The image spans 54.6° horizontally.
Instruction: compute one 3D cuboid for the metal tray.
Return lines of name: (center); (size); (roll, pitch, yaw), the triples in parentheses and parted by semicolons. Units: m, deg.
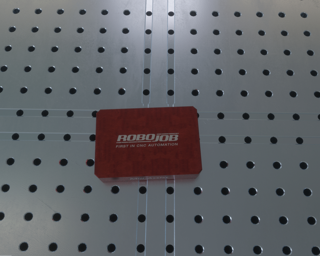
metal tray: (-0.015, 0.020, 0.402); (0.131, 0.030, 0.090); (-2, 70, -1)
